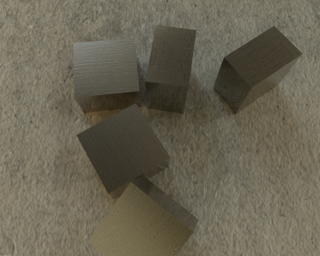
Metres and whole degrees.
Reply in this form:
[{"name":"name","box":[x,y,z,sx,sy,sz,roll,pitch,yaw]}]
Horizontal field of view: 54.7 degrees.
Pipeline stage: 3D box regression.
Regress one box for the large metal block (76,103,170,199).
[{"name":"large metal block","box":[-0.043,0.029,0.384,0.080,0.050,0.080,-29,73,-11]}]

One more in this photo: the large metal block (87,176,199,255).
[{"name":"large metal block","box":[-0.016,0.112,0.340,0.080,0.050,0.080,37,96,12]}]

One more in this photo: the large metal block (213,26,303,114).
[{"name":"large metal block","box":[0.124,-0.073,0.407,0.080,0.080,0.050,-33,74,-12]}]

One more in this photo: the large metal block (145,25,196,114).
[{"name":"large metal block","box":[0.014,-0.074,0.406,0.050,0.080,0.080,8,70,3]}]

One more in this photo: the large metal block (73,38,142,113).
[{"name":"large metal block","box":[-0.070,-0.071,0.420,0.081,0.050,0.080,-6,70,-3]}]
